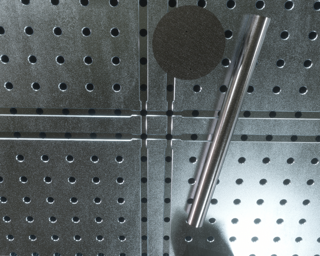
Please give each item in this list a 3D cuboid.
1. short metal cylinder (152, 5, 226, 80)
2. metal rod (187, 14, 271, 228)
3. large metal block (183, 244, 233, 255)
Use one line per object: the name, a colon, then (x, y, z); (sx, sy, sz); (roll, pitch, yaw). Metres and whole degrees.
short metal cylinder: (0.032, -0.101, 0.363); (0.081, 0.050, 0.079); (0, 110, 0)
metal rod: (0.086, 0.005, 0.415); (0.025, 0.025, 0.298); (12, 110, -5)
large metal block: (0.075, 0.234, 0.471); (0.080, 0.080, 0.050); (17, 109, -6)
